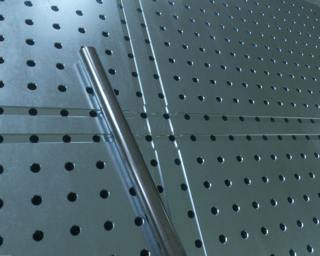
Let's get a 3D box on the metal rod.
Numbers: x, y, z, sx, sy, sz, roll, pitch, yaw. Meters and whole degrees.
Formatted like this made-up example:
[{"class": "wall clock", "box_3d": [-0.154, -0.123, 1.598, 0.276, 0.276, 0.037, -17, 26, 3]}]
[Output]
[{"class": "metal rod", "box_3d": [-0.037, 0.027, 0.371, 0.025, 0.025, 0.299, -13, 69, -33]}]
